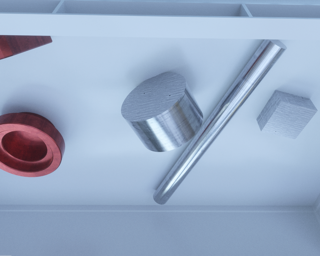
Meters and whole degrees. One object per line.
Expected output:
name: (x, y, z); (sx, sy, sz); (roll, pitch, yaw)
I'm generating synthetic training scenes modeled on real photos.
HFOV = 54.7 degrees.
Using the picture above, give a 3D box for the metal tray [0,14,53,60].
metal tray: (-0.184, -0.074, 0.297); (0.131, 0.090, 0.030); (-13, 111, 10)

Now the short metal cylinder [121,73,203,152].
short metal cylinder: (0.003, -0.019, 0.357); (0.080, 0.080, 0.050); (-21, 127, 16)

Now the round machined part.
round machined part: (-0.176, 0.018, 0.410); (0.099, 0.042, 0.097); (-1, 130, 0)

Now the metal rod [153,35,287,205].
metal rod: (0.063, 0.011, 0.419); (0.025, 0.025, 0.298); (19, 127, -16)

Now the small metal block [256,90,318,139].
small metal block: (0.161, -0.016, 0.398); (0.050, 0.025, 0.050); (12, 129, -11)
